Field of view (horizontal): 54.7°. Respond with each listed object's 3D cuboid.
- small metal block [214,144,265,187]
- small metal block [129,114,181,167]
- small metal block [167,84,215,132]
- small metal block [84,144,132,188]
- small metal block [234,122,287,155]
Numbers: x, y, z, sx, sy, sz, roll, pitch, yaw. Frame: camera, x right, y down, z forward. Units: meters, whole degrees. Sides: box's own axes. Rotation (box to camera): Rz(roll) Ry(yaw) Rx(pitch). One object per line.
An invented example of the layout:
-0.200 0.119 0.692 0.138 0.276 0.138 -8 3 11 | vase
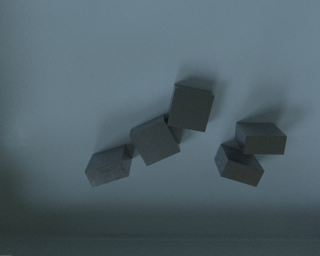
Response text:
0.105 0.050 0.418 0.050 0.050 0.025 17 109 -7 | small metal block
-0.006 0.016 0.417 0.050 0.025 0.050 -25 109 8 | small metal block
0.038 -0.026 0.402 0.050 0.025 0.050 10 110 -5 | small metal block
-0.068 0.050 0.415 0.050 0.050 0.025 -18 109 6 | small metal block
0.129 0.013 0.405 0.050 0.050 0.025 1 110 -1 | small metal block
